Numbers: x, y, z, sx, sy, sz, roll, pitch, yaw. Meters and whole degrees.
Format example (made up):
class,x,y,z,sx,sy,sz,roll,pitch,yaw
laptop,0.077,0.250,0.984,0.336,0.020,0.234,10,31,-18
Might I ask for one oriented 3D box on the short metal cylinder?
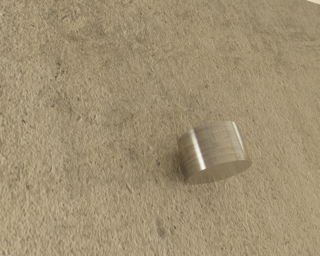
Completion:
class,x,y,z,sx,sy,sz,roll,pitch,yaw
short metal cylinder,0.066,0.032,0.384,0.081,0.080,0.050,0,62,-28
